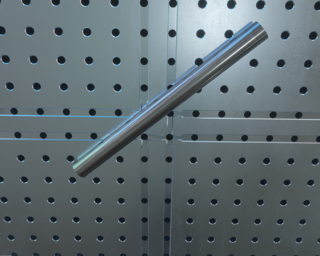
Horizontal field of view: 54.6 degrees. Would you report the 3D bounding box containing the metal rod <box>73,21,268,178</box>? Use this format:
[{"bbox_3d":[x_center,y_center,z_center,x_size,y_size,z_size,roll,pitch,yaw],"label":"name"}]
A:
[{"bbox_3d":[0.005,-0.029,0.402,0.300,0.025,0.025,-37,106,12],"label":"metal rod"}]
